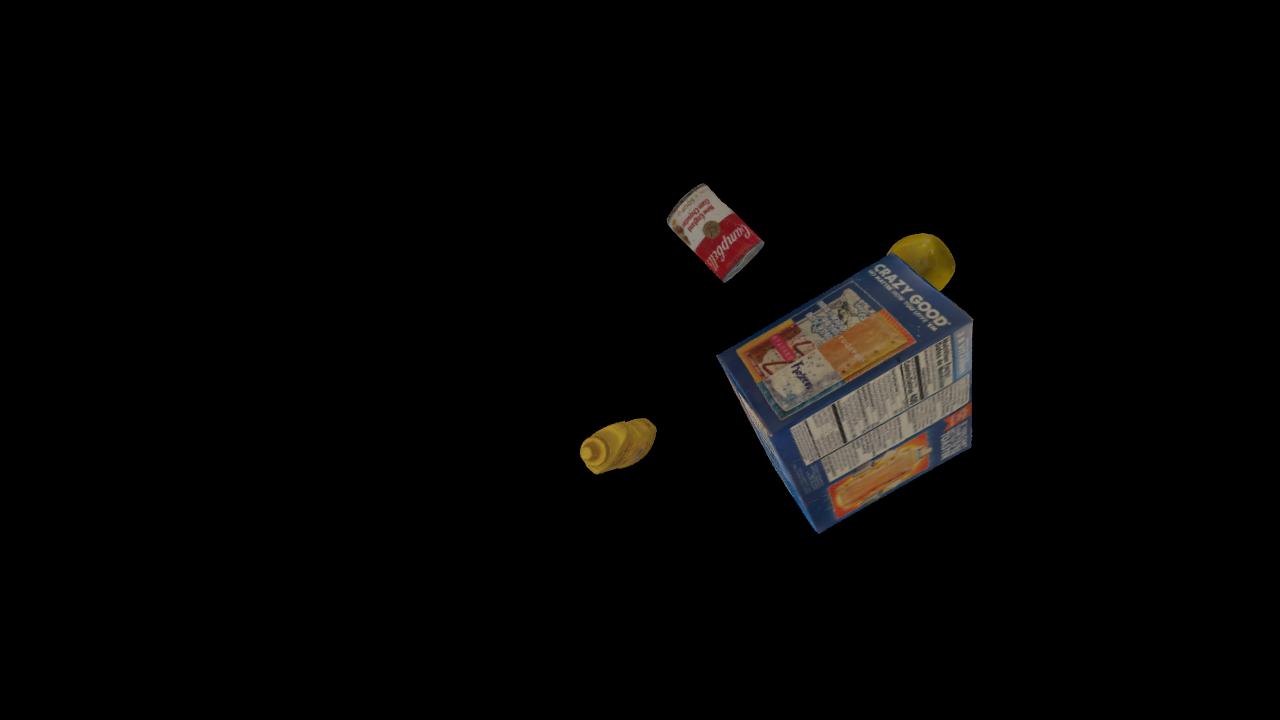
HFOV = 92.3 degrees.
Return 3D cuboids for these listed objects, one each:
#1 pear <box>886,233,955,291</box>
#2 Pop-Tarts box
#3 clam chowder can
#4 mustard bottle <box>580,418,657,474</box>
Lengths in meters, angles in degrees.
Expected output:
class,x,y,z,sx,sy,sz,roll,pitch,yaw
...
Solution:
class,x,y,z,sx,sy,sz,roll,pitch,yaw
pear,0.305,-0.098,0.722,0.080,0.080,0.111,0,-25,-41
Pop-Tarts box,0.155,0.032,0.450,0.141,0.083,0.167,-31,-43,4
clam chowder can,0.089,-0.152,0.736,0.068,0.102,0.068,-42,-7,-7
mustard bottle,-0.040,0.133,0.933,0.092,0.054,0.184,-47,-18,15
